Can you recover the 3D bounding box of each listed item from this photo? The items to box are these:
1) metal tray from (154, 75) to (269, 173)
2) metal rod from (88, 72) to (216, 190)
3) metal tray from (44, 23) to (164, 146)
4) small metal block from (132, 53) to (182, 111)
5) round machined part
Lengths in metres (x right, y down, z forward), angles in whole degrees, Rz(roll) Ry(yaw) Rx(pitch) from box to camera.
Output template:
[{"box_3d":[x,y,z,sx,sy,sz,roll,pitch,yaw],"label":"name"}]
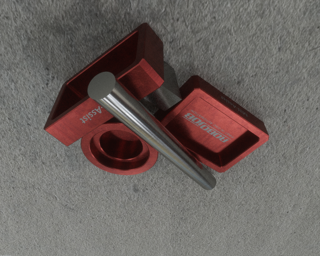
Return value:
[{"box_3d":[0.065,0.000,0.407,0.131,0.030,0.090,31,124,-24],"label":"metal tray"},{"box_3d":[0.016,0.026,0.361,0.025,0.025,0.300,-21,149,16],"label":"metal rod"},{"box_3d":[-0.057,-0.046,0.325,0.130,0.090,0.030,-30,124,22],"label":"metal tray"},{"box_3d":[-0.006,-0.054,0.340,0.025,0.050,0.050,-34,137,28],"label":"small metal block"},{"box_3d":[-0.049,0.015,0.405,0.099,0.042,0.097,4,134,4],"label":"round machined part"}]
